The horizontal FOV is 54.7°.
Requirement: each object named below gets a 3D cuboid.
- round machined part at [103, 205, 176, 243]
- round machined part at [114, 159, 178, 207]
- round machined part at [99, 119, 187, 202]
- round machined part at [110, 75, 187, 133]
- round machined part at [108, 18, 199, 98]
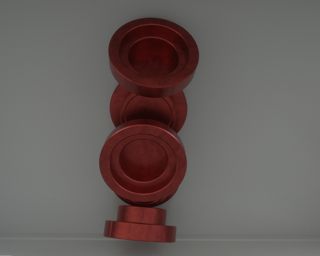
[{"bbox_3d":[-0.026,0.132,0.430,0.099,0.098,0.042,6,73,-3],"label":"round machined part"},{"bbox_3d":[-0.021,0.069,0.425,0.099,0.042,0.097,0,110,-1],"label":"round machined part"},{"bbox_3d":[-0.019,0.035,0.367,0.099,0.042,0.097,0,110,-1],"label":"round machined part"},{"bbox_3d":[-0.014,-0.022,0.392,0.099,0.042,0.097,0,110,-1],"label":"round machined part"},{"bbox_3d":[-0.008,-0.075,0.353,0.099,0.098,0.042,7,152,-3],"label":"round machined part"}]
